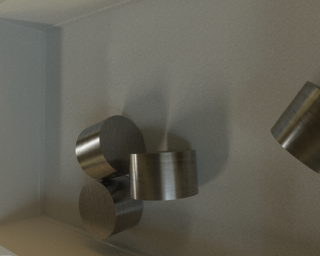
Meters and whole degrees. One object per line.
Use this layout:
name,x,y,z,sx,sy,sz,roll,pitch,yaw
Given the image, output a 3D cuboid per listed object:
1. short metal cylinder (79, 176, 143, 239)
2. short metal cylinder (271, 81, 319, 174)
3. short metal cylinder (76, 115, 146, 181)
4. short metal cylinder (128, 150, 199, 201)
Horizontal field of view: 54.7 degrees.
short metal cylinder,-0.072,0.112,0.445,0.080,0.050,0.079,2,94,40
short metal cylinder,0.141,0.004,0.254,0.080,0.081,0.050,44,116,31
short metal cylinder,-0.066,0.028,0.423,0.050,0.081,0.080,-21,77,38
short metal cylinder,0.004,0.053,0.366,0.080,0.081,0.050,-6,87,39
